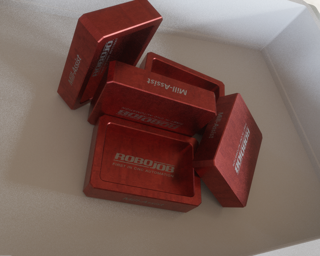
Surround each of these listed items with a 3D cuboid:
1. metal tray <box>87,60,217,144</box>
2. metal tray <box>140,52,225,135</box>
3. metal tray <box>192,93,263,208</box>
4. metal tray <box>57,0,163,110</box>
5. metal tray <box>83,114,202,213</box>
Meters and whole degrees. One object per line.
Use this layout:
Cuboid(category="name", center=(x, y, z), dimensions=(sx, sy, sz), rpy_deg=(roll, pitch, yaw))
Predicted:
Cuboid(category="metal tray", center=(-0.011, -0.024, 0.370), dimensions=(0.131, 0.090, 0.030), rpy_deg=(15, 56, -21))
Cuboid(category="metal tray", center=(0.031, -0.047, 0.447), dimensions=(0.131, 0.030, 0.090), rpy_deg=(19, 54, -17))
Cuboid(category="metal tray", center=(0.095, 0.027, 0.411), dimensions=(0.090, 0.030, 0.130), rpy_deg=(53, 46, -28))
Cuboid(category="metal tray", center=(-0.060, -0.080, 0.353), dimensions=(0.091, 0.129, 0.030), rpy_deg=(-34, 82, -38))
Cuboid(category="metal tray", center=(-0.016, 0.043, 0.365), dimensions=(0.131, 0.030, 0.090), rpy_deg=(15, 56, -20))
